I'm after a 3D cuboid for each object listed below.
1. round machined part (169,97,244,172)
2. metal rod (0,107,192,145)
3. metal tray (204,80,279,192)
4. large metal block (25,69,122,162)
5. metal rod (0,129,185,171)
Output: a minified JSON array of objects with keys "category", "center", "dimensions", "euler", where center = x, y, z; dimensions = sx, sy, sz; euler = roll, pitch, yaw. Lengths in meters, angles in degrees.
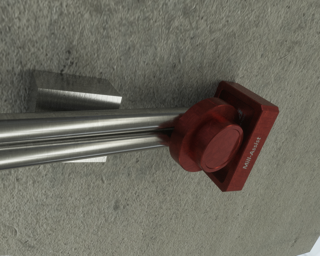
[{"category":"round machined part","center":[0.063,0.015,0.380],"dimensions":[0.099,0.042,0.097],"euler":[-23,133,-27]},{"category":"metal rod","center":[-0.024,-0.009,0.333],"dimensions":[0.302,0.025,0.025],"euler":[-5,122,-41]},{"category":"metal tray","center":[0.097,0.011,0.427],"dimensions":[0.030,0.090,0.129],"euler":[4,117,-31]},{"category":"large metal block","center":[-0.095,-0.011,0.330],"dimensions":[0.081,0.050,0.079],"euler":[3,117,-30]},{"category":"metal rod","center":[-0.032,0.015,0.343],"dimensions":[0.302,0.025,0.025],"euler":[-5,122,-41]}]
